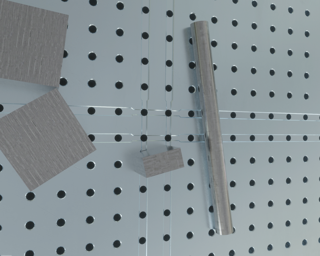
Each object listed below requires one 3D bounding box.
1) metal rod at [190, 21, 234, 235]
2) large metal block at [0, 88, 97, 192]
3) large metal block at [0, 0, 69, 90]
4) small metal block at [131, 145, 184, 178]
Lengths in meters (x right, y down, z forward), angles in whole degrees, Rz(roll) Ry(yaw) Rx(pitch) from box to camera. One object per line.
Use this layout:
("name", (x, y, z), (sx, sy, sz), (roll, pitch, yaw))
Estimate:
("metal rod", (0.074, 0.002, 0.439), (0.025, 0.025, 0.298), (-9, 93, -20))
("large metal block", (-0.132, 0.011, 0.351), (0.080, 0.050, 0.080), (-34, 101, -17))
("large metal block", (-0.150, -0.088, 0.344), (0.081, 0.050, 0.080), (8, 88, -20))
("small metal block", (-0.004, 0.042, 0.398), (0.050, 0.050, 0.025), (-13, 95, -20))
